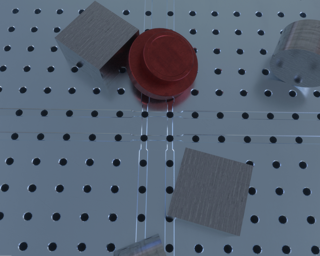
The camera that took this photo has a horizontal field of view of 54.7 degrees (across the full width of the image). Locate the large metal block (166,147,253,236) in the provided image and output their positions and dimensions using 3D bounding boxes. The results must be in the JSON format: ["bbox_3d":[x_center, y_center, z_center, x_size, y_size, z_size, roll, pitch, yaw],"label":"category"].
[{"bbox_3d":[0.058,0.077,0.370,0.080,0.050,0.080,15,71,5],"label":"large metal block"}]

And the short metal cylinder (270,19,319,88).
[{"bbox_3d":[0.197,-0.099,0.420,0.080,0.080,0.050,24,72,8],"label":"short metal cylinder"}]

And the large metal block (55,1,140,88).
[{"bbox_3d":[-0.085,-0.119,0.441,0.080,0.050,0.080,36,74,12],"label":"large metal block"}]

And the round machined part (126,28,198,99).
[{"bbox_3d":[0.006,-0.090,0.420,0.099,0.042,0.098,3,80,-16],"label":"round machined part"}]

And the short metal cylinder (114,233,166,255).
[{"bbox_3d":[-0.011,0.159,0.324,0.050,0.080,0.080,-20,71,-7],"label":"short metal cylinder"}]
